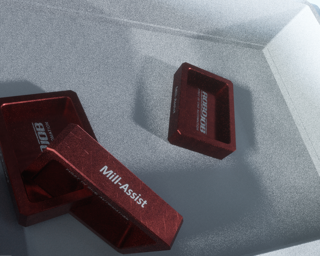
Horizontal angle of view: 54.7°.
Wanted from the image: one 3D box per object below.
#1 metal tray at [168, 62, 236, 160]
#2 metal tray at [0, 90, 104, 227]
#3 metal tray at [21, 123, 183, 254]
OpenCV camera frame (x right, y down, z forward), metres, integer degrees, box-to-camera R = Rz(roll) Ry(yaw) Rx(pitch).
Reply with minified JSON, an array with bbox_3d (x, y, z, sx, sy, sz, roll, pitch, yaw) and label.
[{"bbox_3d":[0.063,-0.027,0.451,0.091,0.030,0.130,19,54,-17],"label":"metal tray"},{"bbox_3d":[-0.112,0.023,0.318,0.091,0.030,0.130,-12,61,-33],"label":"metal tray"},{"bbox_3d":[-0.054,0.062,0.281,0.130,0.090,0.030,43,50,-13],"label":"metal tray"}]
